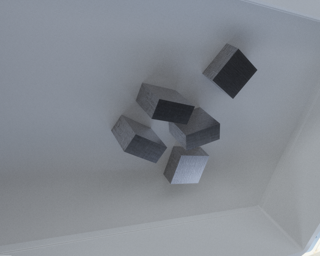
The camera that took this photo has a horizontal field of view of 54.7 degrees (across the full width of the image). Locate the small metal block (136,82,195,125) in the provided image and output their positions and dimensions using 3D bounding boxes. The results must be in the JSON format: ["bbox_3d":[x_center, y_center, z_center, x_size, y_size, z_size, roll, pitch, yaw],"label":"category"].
[{"bbox_3d":[0.005,-0.030,0.377,0.050,0.050,0.025,9,114,-32],"label":"small metal block"}]

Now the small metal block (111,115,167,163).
[{"bbox_3d":[-0.027,0.014,0.386,0.050,0.050,0.025,25,105,-37],"label":"small metal block"}]

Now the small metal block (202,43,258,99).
[{"bbox_3d":[0.093,-0.075,0.413,0.050,0.025,0.050,32,100,-38],"label":"small metal block"}]

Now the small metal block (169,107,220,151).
[{"bbox_3d":[0.045,0.000,0.417,0.050,0.050,0.025,-18,126,-18],"label":"small metal block"}]

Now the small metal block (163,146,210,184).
[{"bbox_3d":[0.039,0.056,0.464,0.050,0.025,0.050,4,116,-31],"label":"small metal block"}]
